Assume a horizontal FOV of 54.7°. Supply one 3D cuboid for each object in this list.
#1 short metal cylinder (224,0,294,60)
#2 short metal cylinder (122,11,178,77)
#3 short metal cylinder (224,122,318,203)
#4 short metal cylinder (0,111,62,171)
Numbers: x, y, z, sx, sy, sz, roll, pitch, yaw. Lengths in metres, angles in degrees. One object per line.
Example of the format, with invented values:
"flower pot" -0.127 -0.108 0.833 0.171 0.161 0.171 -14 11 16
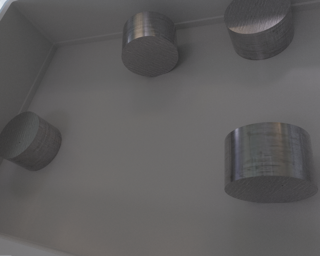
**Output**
"short metal cylinder" 0.130 -0.136 0.405 0.080 0.050 0.080 -13 56 21
"short metal cylinder" -0.015 -0.121 0.452 0.080 0.080 0.050 -15 56 20
"short metal cylinder" 0.102 0.036 0.295 0.080 0.080 0.050 -8 59 24
"short metal cylinder" -0.203 0.021 0.484 0.080 0.050 0.080 -13 56 21
